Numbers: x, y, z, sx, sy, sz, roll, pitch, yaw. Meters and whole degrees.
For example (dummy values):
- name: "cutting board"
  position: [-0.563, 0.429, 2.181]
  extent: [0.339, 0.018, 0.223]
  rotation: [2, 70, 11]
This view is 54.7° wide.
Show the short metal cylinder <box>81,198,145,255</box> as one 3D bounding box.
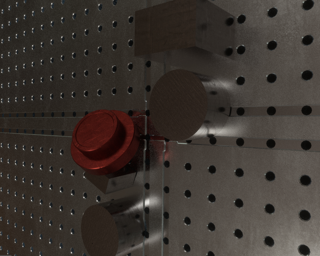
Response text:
- name: "short metal cylinder"
  position: [-0.069, 0.146, 0.447]
  extent: [0.080, 0.050, 0.079]
  rotation: [0, 90, 39]

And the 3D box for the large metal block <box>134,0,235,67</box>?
- name: "large metal block"
  position: [0.029, -0.103, 0.348]
  extent: [0.080, 0.081, 0.050]
  rotation: [2, 91, 39]

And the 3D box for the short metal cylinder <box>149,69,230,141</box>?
- name: "short metal cylinder"
  position: [0.034, -0.026, 0.363]
  extent: [0.080, 0.050, 0.079]
  rotation: [0, 90, 39]

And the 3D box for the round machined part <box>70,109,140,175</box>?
- name: "round machined part"
  position: [-0.081, 0.013, 0.430]
  extent: [0.098, 0.042, 0.098]
  rotation: [-11, 52, 15]

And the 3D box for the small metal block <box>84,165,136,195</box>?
- name: "small metal block"
  position: [-0.072, 0.067, 0.449]
  extent: [0.050, 0.050, 0.025]
  rotation: [30, 113, 35]
